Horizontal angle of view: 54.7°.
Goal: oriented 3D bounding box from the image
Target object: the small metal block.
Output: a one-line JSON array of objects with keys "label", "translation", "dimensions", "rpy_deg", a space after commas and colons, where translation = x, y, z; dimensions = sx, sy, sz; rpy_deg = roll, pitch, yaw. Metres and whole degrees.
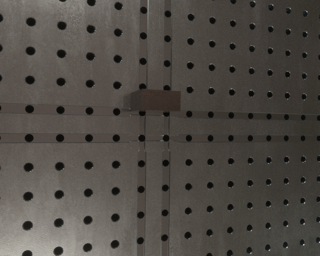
[{"label": "small metal block", "translation": [-0.007, -0.034, 0.398], "dimensions": [0.050, 0.050, 0.025], "rpy_deg": [1, 90, -20]}]
